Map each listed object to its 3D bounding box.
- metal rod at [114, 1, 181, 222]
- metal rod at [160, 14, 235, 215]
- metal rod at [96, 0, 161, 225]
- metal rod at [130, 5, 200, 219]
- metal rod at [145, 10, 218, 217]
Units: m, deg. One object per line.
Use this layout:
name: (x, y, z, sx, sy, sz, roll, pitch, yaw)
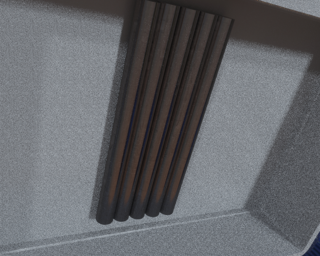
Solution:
metal rod: (-0.024, -0.002, 0.392, 0.025, 0.025, 0.298, 0, 118, -29)
metal rod: (0.043, -0.001, 0.430, 0.025, 0.025, 0.298, 0, 118, -29)
metal rod: (-0.045, -0.001, 0.381, 0.025, 0.025, 0.298, 0, 118, -29)
metal rod: (-0.002, -0.002, 0.405, 0.025, 0.025, 0.298, 0, 118, -29)
metal rod: (0.021, -0.001, 0.417, 0.025, 0.025, 0.298, 0, 118, -29)
